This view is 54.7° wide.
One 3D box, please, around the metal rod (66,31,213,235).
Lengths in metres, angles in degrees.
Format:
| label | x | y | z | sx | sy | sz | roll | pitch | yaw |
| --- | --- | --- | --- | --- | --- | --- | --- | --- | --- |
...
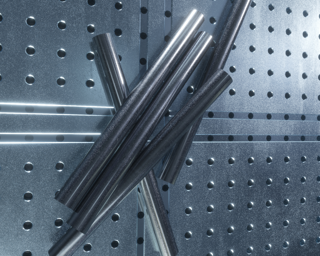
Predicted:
| label | x | y | z | sx | sy | sz | roll | pitch | yaw |
| --- | --- | --- | --- | --- | --- | --- | --- | --- | --- |
| metal rod | -0.013 | -0.010 | 0.384 | 0.025 | 0.025 | 0.300 | 40 | 68 | -16 |

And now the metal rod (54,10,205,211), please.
| label | x | y | z | sx | sy | sz | roll | pitch | yaw |
| --- | --- | --- | --- | --- | --- | --- | --- | --- | --- |
| metal rod | -0.025 | -0.037 | 0.379 | 0.025 | 0.025 | 0.300 | 39 | 68 | -16 |

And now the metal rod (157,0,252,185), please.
| label | x | y | z | sx | sy | sz | roll | pitch | yaw |
| --- | --- | --- | --- | --- | --- | --- | --- | --- | --- |
| metal rod | 0.068 | -0.064 | 0.438 | 0.025 | 0.025 | 0.299 | 27 | 81 | -19 |

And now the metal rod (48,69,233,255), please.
| label | x | y | z | sx | sy | sz | roll | pitch | yaw |
| --- | --- | --- | --- | --- | --- | --- | --- | --- | --- |
| metal rod | -0.020 | 0.043 | 0.378 | 0.025 | 0.025 | 0.300 | 45 | 84 | -15 |

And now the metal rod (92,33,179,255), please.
| label | x | y | z | sx | sy | sz | roll | pitch | yaw |
| --- | --- | --- | --- | --- | --- | --- | --- | --- | --- |
| metal rod | -0.030 | 0.028 | 0.402 | 0.025 | 0.025 | 0.298 | -19 | 97 | -19 |
